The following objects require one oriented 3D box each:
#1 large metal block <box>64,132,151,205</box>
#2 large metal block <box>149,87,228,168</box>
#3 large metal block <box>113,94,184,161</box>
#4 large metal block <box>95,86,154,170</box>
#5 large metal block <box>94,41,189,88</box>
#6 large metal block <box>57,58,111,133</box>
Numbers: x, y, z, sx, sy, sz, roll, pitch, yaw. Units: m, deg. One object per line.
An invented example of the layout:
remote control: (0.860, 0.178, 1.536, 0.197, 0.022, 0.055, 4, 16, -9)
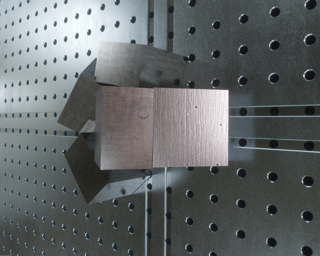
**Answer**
large metal block: (-0.073, 0.052, 0.433, 0.050, 0.081, 0.080, -47, 63, 29)
large metal block: (0.027, 0.000, 0.341, 0.050, 0.081, 0.080, 179, 92, -77)
large metal block: (-0.016, -0.002, 0.407, 0.080, 0.050, 0.080, 1, 91, 40)
large metal block: (-0.042, 0.000, 0.338, 0.080, 0.050, 0.080, -179, 91, -74)
large metal block: (-0.024, -0.075, 0.394, 0.080, 0.081, 0.050, 17, 101, 39)
large metal block: (-0.096, -0.045, 0.446, 0.050, 0.080, 0.080, 29, 116, -11)
